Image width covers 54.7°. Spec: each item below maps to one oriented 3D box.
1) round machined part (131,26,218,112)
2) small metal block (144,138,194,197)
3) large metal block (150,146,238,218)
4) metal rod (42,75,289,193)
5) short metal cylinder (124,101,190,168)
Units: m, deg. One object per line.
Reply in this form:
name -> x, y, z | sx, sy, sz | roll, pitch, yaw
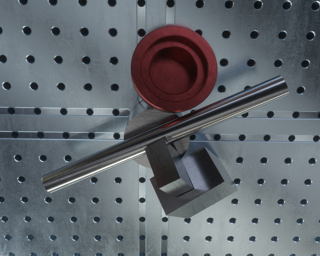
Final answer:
round machined part -> 0.015, -0.066, 0.368 | 0.099, 0.042, 0.097 | 0, 88, -6
small metal block -> 0.011, 0.046, 0.352 | 0.025, 0.050, 0.050 | -28, 150, 9
large metal block -> 0.046, 0.074, 0.404 | 0.080, 0.050, 0.080 | -33, 152, 11
metal rod -> 0.000, 0.011, 0.363 | 0.301, 0.025, 0.025 | -23, 109, 7
short metal cylinder -> -0.004, 0.006, 0.401 | 0.081, 0.050, 0.079 | 0, 110, -1
